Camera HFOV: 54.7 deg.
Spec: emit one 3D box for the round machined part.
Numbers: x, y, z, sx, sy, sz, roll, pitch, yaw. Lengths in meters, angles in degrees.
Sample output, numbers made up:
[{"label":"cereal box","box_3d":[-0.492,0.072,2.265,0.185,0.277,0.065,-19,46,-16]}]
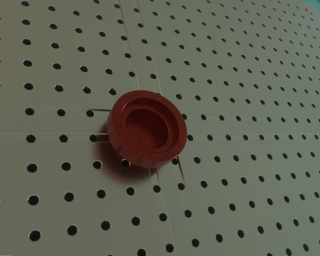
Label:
[{"label":"round machined part","box_3d":[-0.019,0.005,0.385,0.099,0.042,0.098,14,56,-21]}]
